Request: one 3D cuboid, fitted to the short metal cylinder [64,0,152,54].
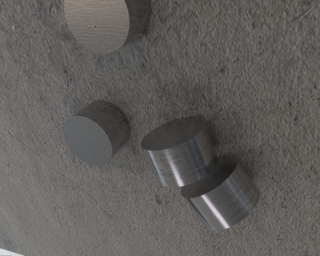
[{"bbox_3d":[-0.056,-0.128,0.341,0.080,0.050,0.079,13,124,21],"label":"short metal cylinder"}]

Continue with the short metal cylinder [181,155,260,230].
[{"bbox_3d":[0.073,0.077,0.380,0.080,0.080,0.050,-28,103,37],"label":"short metal cylinder"}]

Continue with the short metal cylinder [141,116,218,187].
[{"bbox_3d":[0.024,0.027,0.375,0.080,0.080,0.050,-9,114,32],"label":"short metal cylinder"}]

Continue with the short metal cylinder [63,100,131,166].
[{"bbox_3d":[-0.089,0.007,0.442,0.080,0.050,0.079,13,124,21],"label":"short metal cylinder"}]
